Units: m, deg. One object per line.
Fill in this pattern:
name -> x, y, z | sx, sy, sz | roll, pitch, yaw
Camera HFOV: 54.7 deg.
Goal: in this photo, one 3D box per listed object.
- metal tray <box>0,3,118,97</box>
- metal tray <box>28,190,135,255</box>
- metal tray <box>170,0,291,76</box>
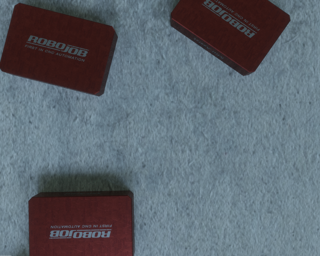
metal tray -> -0.130, -0.101, 0.406 | 0.131, 0.030, 0.089 | 14, 90, -1
metal tray -> -0.100, 0.131, 0.406 | 0.131, 0.030, 0.089 | -1, 90, -1
metal tray -> 0.090, -0.142, 0.409 | 0.130, 0.030, 0.090 | 35, 90, -1
